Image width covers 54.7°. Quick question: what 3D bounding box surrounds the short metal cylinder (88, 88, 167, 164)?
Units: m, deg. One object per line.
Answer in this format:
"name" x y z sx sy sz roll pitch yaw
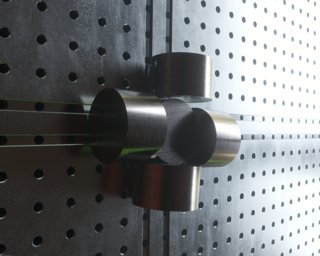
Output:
"short metal cylinder" -0.038 -0.002 0.341 0.050 0.080 0.080 2 89 -41

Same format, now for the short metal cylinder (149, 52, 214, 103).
"short metal cylinder" 0.027 -0.061 0.395 0.081 0.080 0.050 4 88 -40

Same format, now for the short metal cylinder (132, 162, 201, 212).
"short metal cylinder" 0.008 0.068 0.378 0.081 0.080 0.050 8 85 -40

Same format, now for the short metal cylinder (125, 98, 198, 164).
"short metal cylinder" 0.002 0.004 0.395 0.081 0.050 0.080 0 90 -41

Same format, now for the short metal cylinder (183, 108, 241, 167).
"short metal cylinder" 0.063 0.014 0.426 0.050 0.080 0.080 5 87 -40
